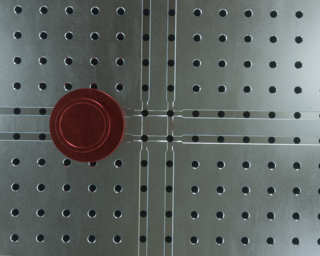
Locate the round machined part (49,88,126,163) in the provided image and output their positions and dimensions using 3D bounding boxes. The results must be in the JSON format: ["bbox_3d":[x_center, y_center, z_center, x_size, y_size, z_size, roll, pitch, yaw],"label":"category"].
[{"bbox_3d":[-0.096,-0.003,0.404,0.099,0.042,0.097,0,90,0],"label":"round machined part"}]
